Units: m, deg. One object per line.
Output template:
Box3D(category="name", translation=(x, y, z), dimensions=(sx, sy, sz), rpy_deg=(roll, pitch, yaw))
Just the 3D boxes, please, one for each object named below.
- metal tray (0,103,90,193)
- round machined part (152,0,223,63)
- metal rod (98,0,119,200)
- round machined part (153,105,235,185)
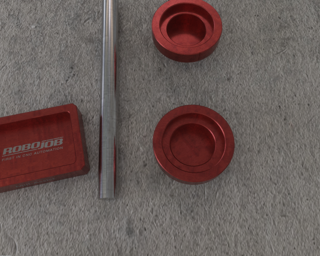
Box3D(category="metal tray", translation=(-0.163, 0.026, 0.394), dimensions=(0.131, 0.030, 0.090), rpy_deg=(-12, 70, -5))
Box3D(category="round machined part", translation=(0.038, -0.136, 0.449), dimensions=(0.099, 0.042, 0.098), rpy_deg=(0, 70, 0))
Box3D(category="metal rod", translation=(-0.070, -0.054, 0.427), dimensions=(0.025, 0.025, 0.299), rpy_deg=(-2, 70, -1))
Box3D(category="round machined part", translation=(0.041, 0.023, 0.391), dimensions=(0.099, 0.042, 0.098), rpy_deg=(0, 70, 0))
